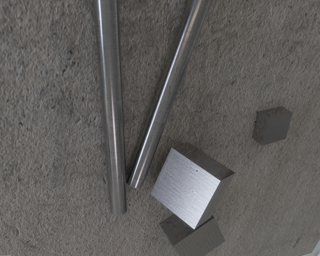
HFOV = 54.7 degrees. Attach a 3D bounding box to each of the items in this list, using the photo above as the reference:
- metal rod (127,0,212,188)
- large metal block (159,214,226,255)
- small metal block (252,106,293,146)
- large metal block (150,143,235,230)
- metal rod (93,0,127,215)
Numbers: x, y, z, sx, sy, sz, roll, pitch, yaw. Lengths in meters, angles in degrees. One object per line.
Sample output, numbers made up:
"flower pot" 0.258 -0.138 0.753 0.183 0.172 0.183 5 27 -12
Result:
"metal rod" 0.012 -0.054 0.380 0.025 0.025 0.298 6 115 -31
"large metal block" 0.057 0.180 0.534 0.080 0.050 0.080 -32 129 -7
"small metal block" 0.182 -0.004 0.504 0.050 0.025 0.050 -13 124 -22
"large metal block" 0.045 0.078 0.436 0.050 0.080 0.079 -8 126 -55
"metal rod" -0.056 -0.011 0.369 0.025 0.025 0.298 -12 124 -22
